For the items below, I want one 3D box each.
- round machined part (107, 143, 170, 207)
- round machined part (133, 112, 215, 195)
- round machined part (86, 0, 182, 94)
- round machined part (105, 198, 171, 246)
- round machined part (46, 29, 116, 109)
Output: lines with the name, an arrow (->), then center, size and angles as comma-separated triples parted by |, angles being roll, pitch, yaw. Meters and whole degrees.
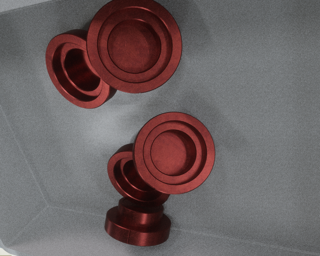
round machined part -> -0.023, 0.063, 0.447 | 0.098, 0.042, 0.097 | 13, 124, 20
round machined part -> 0.015, 0.031, 0.385 | 0.098, 0.098, 0.042 | 43, 168, -2
round machined part -> -0.029, -0.087, 0.336 | 0.099, 0.042, 0.097 | -2, 99, -11
round machined part -> -0.031, 0.134, 0.467 | 0.098, 0.098, 0.042 | 12, 96, 21
round machined part -> -0.093, -0.077, 0.395 | 0.098, 0.042, 0.097 | 15, 126, 22
